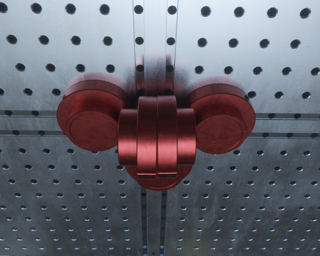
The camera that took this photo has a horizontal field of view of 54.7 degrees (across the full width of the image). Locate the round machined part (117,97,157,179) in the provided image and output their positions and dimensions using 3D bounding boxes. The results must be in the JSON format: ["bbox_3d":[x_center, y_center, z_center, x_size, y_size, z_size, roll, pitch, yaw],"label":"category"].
[{"bbox_3d":[-0.025,0.011,0.365,0.042,0.098,0.097,1,130,-1],"label":"round machined part"}]

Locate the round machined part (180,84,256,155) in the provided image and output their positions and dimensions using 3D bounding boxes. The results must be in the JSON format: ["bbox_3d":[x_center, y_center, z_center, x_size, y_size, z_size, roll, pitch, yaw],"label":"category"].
[{"bbox_3d":[0.073,-0.004,0.397,0.099,0.042,0.097,-1,130,0],"label":"round machined part"}]

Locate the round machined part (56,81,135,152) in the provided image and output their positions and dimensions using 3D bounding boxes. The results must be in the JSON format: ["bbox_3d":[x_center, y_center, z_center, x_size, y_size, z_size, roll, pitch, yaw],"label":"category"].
[{"bbox_3d":[-0.081,-0.008,0.392,0.099,0.042,0.097,-1,130,0],"label":"round machined part"}]

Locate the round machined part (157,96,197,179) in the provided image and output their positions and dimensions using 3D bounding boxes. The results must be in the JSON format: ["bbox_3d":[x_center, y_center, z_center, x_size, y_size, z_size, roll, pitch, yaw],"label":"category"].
[{"bbox_3d":[0.019,0.010,0.366,0.042,0.098,0.097,-1,130,0],"label":"round machined part"}]

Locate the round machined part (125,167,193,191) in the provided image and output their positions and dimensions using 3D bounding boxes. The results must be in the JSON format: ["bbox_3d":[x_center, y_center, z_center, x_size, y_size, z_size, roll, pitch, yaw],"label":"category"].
[{"bbox_3d":[-0.002,0.053,0.446,0.099,0.042,0.097,-1,130,0],"label":"round machined part"}]
